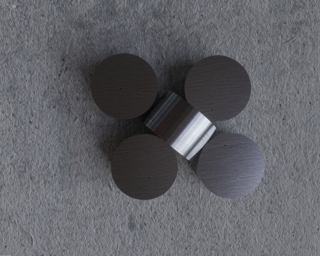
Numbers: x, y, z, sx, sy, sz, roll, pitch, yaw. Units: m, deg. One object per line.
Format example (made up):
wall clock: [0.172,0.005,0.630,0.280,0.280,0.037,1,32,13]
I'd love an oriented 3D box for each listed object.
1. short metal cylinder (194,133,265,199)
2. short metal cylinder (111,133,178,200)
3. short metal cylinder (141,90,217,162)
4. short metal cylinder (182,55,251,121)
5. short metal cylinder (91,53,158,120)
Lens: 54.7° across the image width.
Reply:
short metal cylinder: [0.086,0.045,0.399,0.081,0.050,0.079,0,90,-1]
short metal cylinder: [-0.019,0.047,0.397,0.081,0.050,0.079,0,90,-1]
short metal cylinder: [0.023,-0.003,0.384,0.080,0.080,0.050,40,90,-1]
short metal cylinder: [0.070,-0.048,0.398,0.081,0.050,0.079,0,90,-1]
short metal cylinder: [-0.043,-0.050,0.397,0.081,0.050,0.079,0,90,-1]
